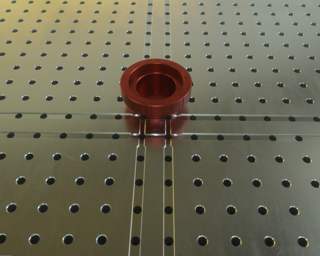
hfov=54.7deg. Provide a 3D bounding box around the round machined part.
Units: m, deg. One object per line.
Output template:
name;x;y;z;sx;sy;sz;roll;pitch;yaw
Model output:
round machined part;-0.005;-0.052;0.440;0.099;0.042;0.098;0;50;0
